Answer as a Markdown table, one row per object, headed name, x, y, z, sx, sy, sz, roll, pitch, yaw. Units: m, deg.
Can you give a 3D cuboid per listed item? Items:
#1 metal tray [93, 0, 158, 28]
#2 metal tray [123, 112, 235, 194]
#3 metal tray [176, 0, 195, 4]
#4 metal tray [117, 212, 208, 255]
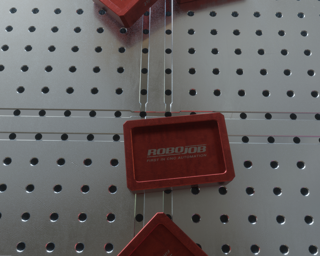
| name | x | y | z | sx | sy | sz | roll | pitch | yaw |
| --- | --- | --- | --- | --- | --- | --- | --- | --- | --- |
| metal tray | -0.037 | -0.227 | 0.472 | 0.130 | 0.030 | 0.090 | -46 | 70 | -3 |
| metal tray | 0.022 | 0.032 | 0.397 | 0.131 | 0.030 | 0.090 | -5 | 70 | -3 |
| metal tray | 0.078 | -0.261 | 0.505 | 0.131 | 0.030 | 0.090 | -15 | 71 | -6 |
| metal tray | -0.012 | 0.172 | 0.345 | 0.090 | 0.030 | 0.130 | 42 | 75 | 13 |
